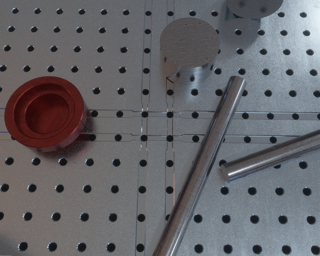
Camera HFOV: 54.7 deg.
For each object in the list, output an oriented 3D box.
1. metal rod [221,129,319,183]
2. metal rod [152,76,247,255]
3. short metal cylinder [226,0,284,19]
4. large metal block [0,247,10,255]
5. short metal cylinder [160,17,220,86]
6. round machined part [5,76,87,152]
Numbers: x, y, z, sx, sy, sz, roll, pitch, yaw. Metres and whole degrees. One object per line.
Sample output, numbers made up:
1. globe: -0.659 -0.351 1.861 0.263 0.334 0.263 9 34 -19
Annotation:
1. metal rod: 0.224 0.010 0.409 0.302 0.025 0.025 -19 71 -7
2. metal rod: 0.047 0.062 0.389 0.025 0.025 0.300 24 72 8
3. short metal cylinder: 0.142 -0.209 0.460 0.080 0.080 0.050 10 71 3
4. large metal block: -0.205 0.172 0.334 0.080 0.050 0.080 33 73 11
5. short metal cylinder: 0.040 -0.107 0.438 0.081 0.050 0.080 0 70 0
6. round machined part: -0.145 -0.015 0.407 0.099 0.042 0.098 0 70 0
